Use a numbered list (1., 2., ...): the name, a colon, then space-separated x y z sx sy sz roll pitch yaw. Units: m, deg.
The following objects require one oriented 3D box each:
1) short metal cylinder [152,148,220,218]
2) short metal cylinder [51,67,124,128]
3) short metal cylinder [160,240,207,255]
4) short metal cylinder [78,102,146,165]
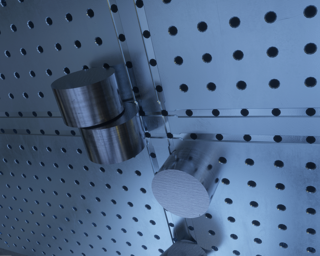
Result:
1. short metal cylinder: 0.036 0.075 0.421 0.080 0.050 0.079 13 124 20
2. short metal cylinder: -0.091 -0.041 0.396 0.080 0.080 0.050 3 120 26
3. short metal cylinder: 0.036 0.229 0.497 0.080 0.080 0.050 37 129 3
4. short metal cylinder: -0.063 0.005 0.410 0.080 0.080 0.050 4 120 26
